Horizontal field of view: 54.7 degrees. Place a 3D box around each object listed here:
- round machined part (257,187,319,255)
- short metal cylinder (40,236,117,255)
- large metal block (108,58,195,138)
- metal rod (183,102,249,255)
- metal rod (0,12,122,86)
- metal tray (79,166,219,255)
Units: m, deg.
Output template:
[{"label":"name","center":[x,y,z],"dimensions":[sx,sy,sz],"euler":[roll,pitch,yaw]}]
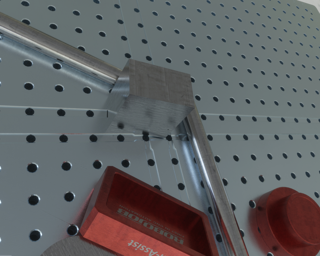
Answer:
[{"label":"round machined part","center":[0.185,0.127,0.422],"dimensions":[0.099,0.042,0.098],"euler":[14,56,-21]},{"label":"short metal cylinder","center":[-0.076,0.139,0.267],"dimensions":[0.081,0.050,0.080],"euler":[14,56,-21]},{"label":"large metal block","center":[-0.014,-0.033,0.387],"dimensions":[0.081,0.080,0.050],"euler":[10,58,-23]},{"label":"metal rod","center":[0.070,0.072,0.403],"dimensions":[0.025,0.025,0.299],"euler":[-2,63,-30]},{"label":"metal rod","center":[-0.188,-0.126,0.383],"dimensions":[0.302,0.025,0.025],"euler":[24,53,-14]},{"label":"metal tray","center":[-0.007,0.096,0.312],"dimensions":[0.131,0.030,0.090],"euler":[29,15,-10]}]
